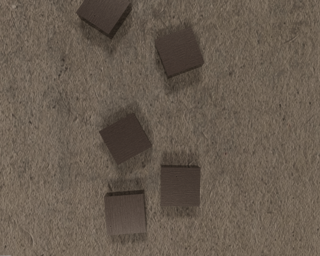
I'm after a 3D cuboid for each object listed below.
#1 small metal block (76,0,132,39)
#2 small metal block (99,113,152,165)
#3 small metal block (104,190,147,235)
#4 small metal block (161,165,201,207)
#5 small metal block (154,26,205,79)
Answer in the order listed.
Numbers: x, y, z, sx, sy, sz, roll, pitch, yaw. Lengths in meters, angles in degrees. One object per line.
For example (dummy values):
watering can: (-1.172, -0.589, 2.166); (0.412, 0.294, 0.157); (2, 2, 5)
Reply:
small metal block: (-0.073, -0.155, 0.409); (0.050, 0.025, 0.050); (34, 90, -1)
small metal block: (-0.045, 0.014, 0.409); (0.050, 0.025, 0.050); (-29, 90, -1)
small metal block: (-0.045, 0.111, 0.410); (0.050, 0.025, 0.050); (-4, 90, -1)
small metal block: (0.026, 0.076, 0.410); (0.050, 0.025, 0.050); (1, 90, -1)
small metal block: (0.025, -0.099, 0.410); (0.050, 0.025, 0.050); (-21, 90, -1)
